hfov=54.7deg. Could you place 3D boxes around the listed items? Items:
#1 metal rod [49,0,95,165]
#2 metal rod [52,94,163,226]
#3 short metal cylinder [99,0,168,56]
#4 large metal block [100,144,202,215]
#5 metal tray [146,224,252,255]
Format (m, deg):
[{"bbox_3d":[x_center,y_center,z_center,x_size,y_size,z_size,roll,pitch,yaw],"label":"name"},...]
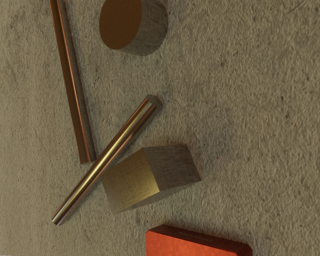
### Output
[{"bbox_3d":[-0.151,-0.086,0.525,0.025,0.025,0.299,-23,76,37],"label":"metal rod"},{"bbox_3d":[-0.094,0.063,0.479,0.299,0.025,0.025,-49,62,28],"label":"metal rod"},{"bbox_3d":[-0.036,-0.141,0.416,0.080,0.050,0.079,0,90,39],"label":"short metal cylinder"},{"bbox_3d":[-0.011,0.061,0.376,0.080,0.081,0.050,-34,69,34],"label":"large metal block"},{"bbox_3d":[0.042,0.173,0.366,0.130,0.030,0.089,-1,89,39],"label":"metal tray"}]
